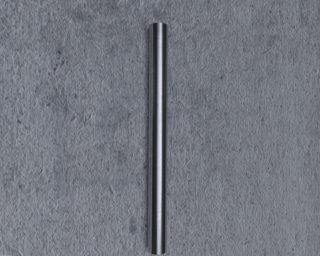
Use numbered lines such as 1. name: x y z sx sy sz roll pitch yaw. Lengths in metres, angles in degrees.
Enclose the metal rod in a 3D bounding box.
1. metal rod: -0.003 0.014 0.410 0.025 0.025 0.298 0 90 -20
